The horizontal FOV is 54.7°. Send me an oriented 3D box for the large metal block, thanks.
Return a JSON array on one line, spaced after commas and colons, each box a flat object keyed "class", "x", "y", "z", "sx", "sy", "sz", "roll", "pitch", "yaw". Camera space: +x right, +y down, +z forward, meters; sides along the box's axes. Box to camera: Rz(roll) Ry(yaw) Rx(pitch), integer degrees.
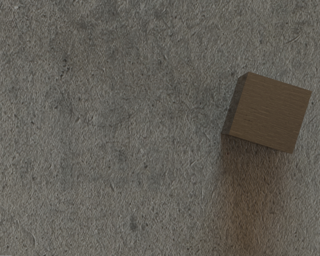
[{"class": "large metal block", "x": 0.133, "y": -0.018, "z": 0.398, "sx": 0.080, "sy": 0.050, "sz": 0.080, "roll": 17, "pitch": 90, "yaw": 0}]
